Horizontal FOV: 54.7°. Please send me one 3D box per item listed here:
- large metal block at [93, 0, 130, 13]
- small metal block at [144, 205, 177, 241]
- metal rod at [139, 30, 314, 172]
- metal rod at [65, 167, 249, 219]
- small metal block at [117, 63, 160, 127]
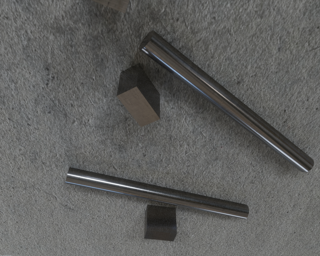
[{"bbox_3d":[-0.036,-0.150,0.242,0.050,0.080,0.079,17,128,-15],"label":"large metal block"},{"bbox_3d":[0.001,0.162,0.529,0.050,0.050,0.025,9,130,-8],"label":"small metal block"},{"bbox_3d":[0.100,-0.020,0.392,0.301,0.025,0.025,33,123,-25],"label":"metal rod"},{"bbox_3d":[0.004,0.107,0.498,0.302,0.025,0.025,14,129,-13],"label":"metal rod"},{"bbox_3d":[-0.023,-0.038,0.358,0.025,0.050,0.050,-23,127,18],"label":"small metal block"}]
